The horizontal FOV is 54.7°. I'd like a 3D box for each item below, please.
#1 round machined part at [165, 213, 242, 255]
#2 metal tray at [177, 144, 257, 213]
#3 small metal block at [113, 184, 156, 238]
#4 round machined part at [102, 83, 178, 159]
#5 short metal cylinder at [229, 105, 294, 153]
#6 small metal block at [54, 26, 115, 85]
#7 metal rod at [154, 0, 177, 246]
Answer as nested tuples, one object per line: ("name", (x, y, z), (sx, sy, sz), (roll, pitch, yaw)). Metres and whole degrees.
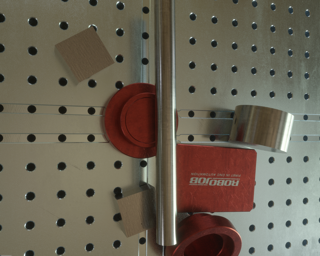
("round machined part", (0.054, 0.153, 0.410), (0.099, 0.042, 0.097), (-8, 119, -14))
("metal tray", (0.071, 0.070, 0.436), (0.131, 0.030, 0.089), (5, 88, -20))
("small metal block", (-0.028, 0.106, 0.402), (0.050, 0.025, 0.050), (-16, 95, -19))
("round machined part", (-0.021, -0.009, 0.395), (0.099, 0.042, 0.097), (0, 90, -20))
("short metal cylinder", (0.141, 0.002, 0.435), (0.081, 0.080, 0.050), (15, 85, -20))
("small metal block", (-0.092, -0.088, 0.378), (0.050, 0.025, 0.050), (-34, 101, -17))
("metal rod", (0.007, -0.013, 0.370), (0.025, 0.025, 0.298), (-1, 90, -20))
